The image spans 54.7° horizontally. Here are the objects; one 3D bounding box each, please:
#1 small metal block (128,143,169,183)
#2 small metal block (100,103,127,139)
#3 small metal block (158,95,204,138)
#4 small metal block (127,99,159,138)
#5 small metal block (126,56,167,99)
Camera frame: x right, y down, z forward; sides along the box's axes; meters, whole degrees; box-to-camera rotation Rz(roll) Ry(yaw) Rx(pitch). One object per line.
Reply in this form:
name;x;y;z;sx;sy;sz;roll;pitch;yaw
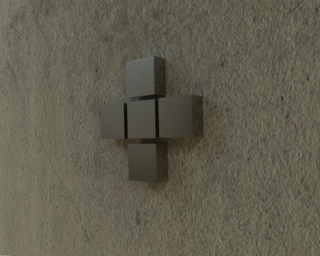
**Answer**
small metal block;-0.016;0.046;0.418;0.050;0.025;0.050;-3;88;39
small metal block;-0.061;-0.009;0.455;0.050;0.025;0.050;-2;89;39
small metal block;0.026;-0.013;0.384;0.050;0.025;0.050;-2;89;39
small metal block;-0.017;-0.011;0.419;0.050;0.025;0.050;-2;89;39
small metal block;-0.019;-0.067;0.420;0.050;0.025;0.050;-2;89;39
